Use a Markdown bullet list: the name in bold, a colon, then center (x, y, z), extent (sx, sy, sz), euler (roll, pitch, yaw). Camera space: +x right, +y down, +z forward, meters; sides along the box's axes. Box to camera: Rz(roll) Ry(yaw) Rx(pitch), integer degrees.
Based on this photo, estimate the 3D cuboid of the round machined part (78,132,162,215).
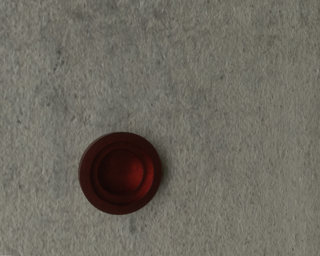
- **round machined part**: center (-0.050, 0.053, 0.382), extent (0.099, 0.042, 0.097), euler (0, 90, -21)
